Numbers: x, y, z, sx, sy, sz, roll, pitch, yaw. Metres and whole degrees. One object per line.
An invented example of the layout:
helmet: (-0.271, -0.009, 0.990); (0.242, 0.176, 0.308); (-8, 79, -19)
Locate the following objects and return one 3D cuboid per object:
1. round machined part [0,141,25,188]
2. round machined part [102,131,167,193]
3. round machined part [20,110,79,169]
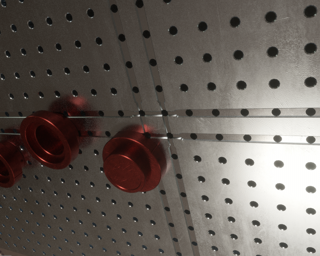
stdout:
round machined part: (-0.302, 0.064, 0.596); (0.098, 0.042, 0.097); (13, 124, 20)
round machined part: (-0.044, 0.056, 0.456); (0.098, 0.042, 0.097); (13, 124, 20)
round machined part: (-0.170, 0.015, 0.497); (0.098, 0.042, 0.097); (13, 124, 20)
